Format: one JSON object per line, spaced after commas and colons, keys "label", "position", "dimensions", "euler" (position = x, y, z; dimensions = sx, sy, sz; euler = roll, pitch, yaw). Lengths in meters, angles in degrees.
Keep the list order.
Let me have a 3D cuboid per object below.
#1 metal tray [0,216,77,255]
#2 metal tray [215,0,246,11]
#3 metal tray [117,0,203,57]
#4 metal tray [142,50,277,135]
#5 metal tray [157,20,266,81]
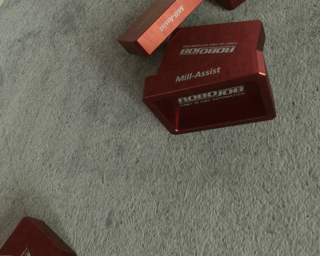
{"label": "metal tray", "position": [-0.172, 0.187, 0.376], "dimensions": [0.090, 0.030, 0.130], "euler": [24, 74, 36]}
{"label": "metal tray", "position": [0.110, -0.252, 0.497], "dimensions": [0.090, 0.030, 0.130], "euler": [-36, 51, 4]}
{"label": "metal tray", "position": [-0.001, -0.170, 0.485], "dimensions": [0.130, 0.030, 0.090], "euler": [-47, 29, -5]}
{"label": "metal tray", "position": [0.057, -0.034, 0.352], "dimensions": [0.130, 0.090, 0.030], "euler": [-10, 58, 23]}
{"label": "metal tray", "position": [0.069, -0.099, 0.425], "dimensions": [0.130, 0.030, 0.090], "euler": [5, 64, 30]}
